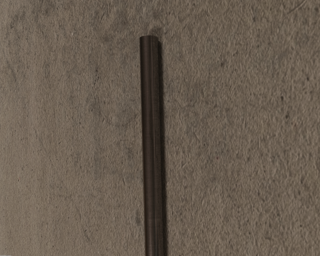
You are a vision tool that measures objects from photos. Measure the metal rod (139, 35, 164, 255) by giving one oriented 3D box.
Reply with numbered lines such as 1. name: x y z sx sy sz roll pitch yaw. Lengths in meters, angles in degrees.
1. metal rod: -0.011 0.029 0.411 0.025 0.025 0.298 -3 88 39
